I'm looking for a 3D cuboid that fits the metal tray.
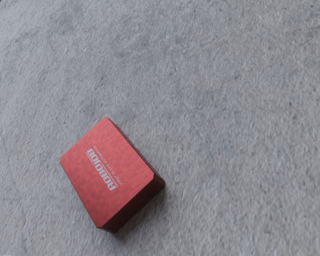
[{"bbox_3d":[-0.066,0.056,0.399,0.090,0.030,0.130,-43,51,-2],"label":"metal tray"}]
